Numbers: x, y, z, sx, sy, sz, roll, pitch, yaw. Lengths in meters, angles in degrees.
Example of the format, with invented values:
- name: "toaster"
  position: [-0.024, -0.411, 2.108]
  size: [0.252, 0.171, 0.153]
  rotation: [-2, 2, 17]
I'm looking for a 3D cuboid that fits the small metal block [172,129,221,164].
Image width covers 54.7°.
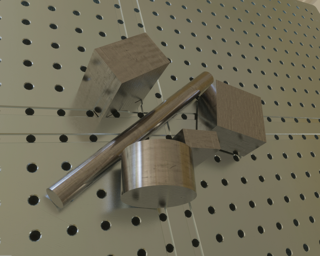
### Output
- name: "small metal block"
  position: [0.041, 0.025, 0.401]
  size: [0.050, 0.050, 0.025]
  rotation: [5, 60, -26]

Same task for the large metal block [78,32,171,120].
- name: "large metal block"
  position: [-0.046, -0.065, 0.390]
  size: [0.081, 0.080, 0.050]
  rotation: [-32, 80, -38]

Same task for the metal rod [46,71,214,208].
- name: "metal rod"
  position: [-0.015, -0.005, 0.404]
  size: [0.025, 0.025, 0.302]
  rotation: [47, 51, 4]

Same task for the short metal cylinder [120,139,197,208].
- name: "short metal cylinder"
  position: [-0.002, 0.052, 0.340]
  size: [0.081, 0.080, 0.050]
  rotation: [11, 57, -23]

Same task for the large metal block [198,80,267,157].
- name: "large metal block"
  position: [0.103, -0.013, 0.455]
  size: [0.081, 0.050, 0.080]
  rotation: [18, 55, -18]
